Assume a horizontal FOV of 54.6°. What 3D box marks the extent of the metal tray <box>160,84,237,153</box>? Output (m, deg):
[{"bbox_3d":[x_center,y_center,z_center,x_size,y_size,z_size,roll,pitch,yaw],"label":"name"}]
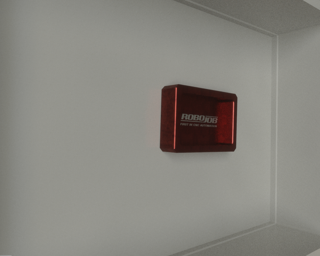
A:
[{"bbox_3d":[0.060,-0.010,0.452,0.131,0.030,0.090,3,88,-40],"label":"metal tray"}]
